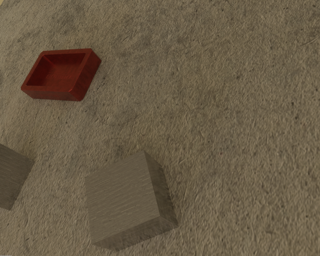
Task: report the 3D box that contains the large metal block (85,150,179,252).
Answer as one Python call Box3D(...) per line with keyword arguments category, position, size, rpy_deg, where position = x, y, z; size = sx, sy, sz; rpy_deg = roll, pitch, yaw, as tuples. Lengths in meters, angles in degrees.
Box3D(category="large metal block", position=(-0.034, 0.084, 0.354), size=(0.080, 0.050, 0.080), rpy_deg=(-26, 53, 12))

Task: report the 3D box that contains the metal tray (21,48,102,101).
Box3D(category="metal tray", position=(-0.177, -0.095, 0.551), size=(0.130, 0.030, 0.090), rpy_deg=(6, 64, 30))

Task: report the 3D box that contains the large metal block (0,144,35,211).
Box3D(category="large metal block", position=(-0.249, 0.067, 0.458), size=(0.050, 0.080, 0.080), rpy_deg=(6, 65, 31))
